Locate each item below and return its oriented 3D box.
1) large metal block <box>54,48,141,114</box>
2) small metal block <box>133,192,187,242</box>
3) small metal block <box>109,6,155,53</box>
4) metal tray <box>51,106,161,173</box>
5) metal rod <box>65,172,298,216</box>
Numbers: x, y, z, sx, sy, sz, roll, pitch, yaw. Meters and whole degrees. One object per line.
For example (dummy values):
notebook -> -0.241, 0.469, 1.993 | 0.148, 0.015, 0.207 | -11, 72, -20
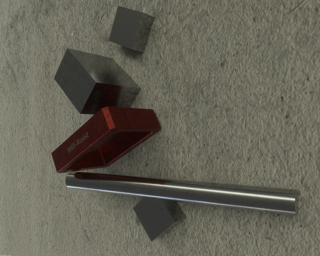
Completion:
large metal block -> -0.088, -0.063, 0.440 | 0.080, 0.081, 0.050 | 48, 118, 29
small metal block -> -0.001, 0.110, 0.404 | 0.050, 0.025, 0.050 | -48, 62, 29
small metal block -> -0.041, -0.139, 0.436 | 0.050, 0.025, 0.050 | 29, 108, 36
metal tray -> -0.074, 0.018, 0.420 | 0.130, 0.091, 0.030 | -35, 69, 34
metal rod -> 0.002, 0.073, 0.373 | 0.300, 0.025, 0.025 | -1, 90, 31
